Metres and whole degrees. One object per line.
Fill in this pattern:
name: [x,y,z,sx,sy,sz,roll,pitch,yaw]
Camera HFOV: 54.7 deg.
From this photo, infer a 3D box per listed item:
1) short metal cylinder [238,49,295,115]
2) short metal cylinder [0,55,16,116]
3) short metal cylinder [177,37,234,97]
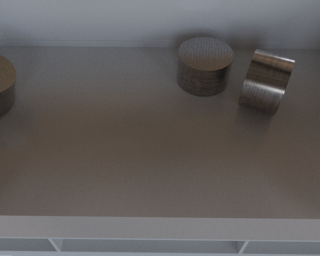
short metal cylinder: [0.144,-0.062,0.422,0.050,0.080,0.080,19,53,15]
short metal cylinder: [-0.240,-0.059,0.420,0.081,0.050,0.080,14,50,-17]
short metal cylinder: [0.066,-0.093,0.467,0.080,0.050,0.080,0,50,0]
